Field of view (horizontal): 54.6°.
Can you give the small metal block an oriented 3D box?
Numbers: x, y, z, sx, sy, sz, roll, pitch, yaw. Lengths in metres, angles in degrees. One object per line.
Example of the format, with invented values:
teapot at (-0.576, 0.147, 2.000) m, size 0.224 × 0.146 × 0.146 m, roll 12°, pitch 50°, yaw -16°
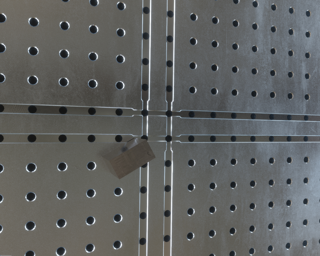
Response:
small metal block at (-0.040, 0.036, 0.385) m, size 0.050 × 0.050 × 0.025 m, roll -30°, pitch 100°, yaw -17°
